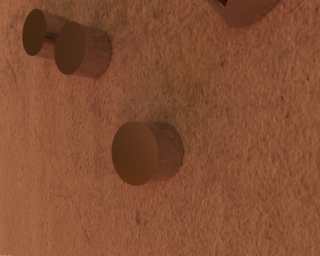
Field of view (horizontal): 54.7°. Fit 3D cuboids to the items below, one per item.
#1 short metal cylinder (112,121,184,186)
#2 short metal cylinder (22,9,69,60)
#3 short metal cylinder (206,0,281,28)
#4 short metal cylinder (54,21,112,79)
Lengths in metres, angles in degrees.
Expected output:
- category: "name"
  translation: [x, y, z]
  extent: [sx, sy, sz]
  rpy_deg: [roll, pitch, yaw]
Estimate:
- category: "short metal cylinder"
  translation: [-0.017, 0.031, 0.400]
  extent: [0.080, 0.050, 0.079]
  rpy_deg: [0, 90, 39]
- category: "short metal cylinder"
  translation: [-0.201, -0.164, 0.551]
  extent: [0.080, 0.050, 0.079]
  rpy_deg: [0, 90, 39]
- category: "short metal cylinder"
  translation: [0.082, -0.146, 0.300]
  extent: [0.080, 0.081, 0.050]
  rpy_deg: [-46, 63, 30]
- category: "short metal cylinder"
  translation: [-0.121, -0.120, 0.486]
  extent: [0.080, 0.050, 0.079]
  rpy_deg: [0, 90, 39]
